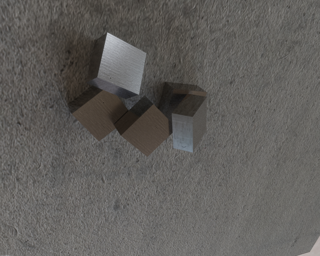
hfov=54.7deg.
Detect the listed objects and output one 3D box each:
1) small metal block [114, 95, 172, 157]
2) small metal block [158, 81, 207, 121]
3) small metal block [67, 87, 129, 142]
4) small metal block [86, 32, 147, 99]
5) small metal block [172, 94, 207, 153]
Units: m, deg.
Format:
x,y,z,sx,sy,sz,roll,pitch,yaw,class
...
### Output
x,y,z,sx,sy,sz,roll,pitch,yaw,class
-0.016,-0.002,0.366,0.050,0.025,0.050,-44,130,2,small metal block
0.027,-0.031,0.406,0.050,0.025,0.050,2,118,-30,small metal block
-0.069,-0.021,0.358,0.050,0.025,0.050,-38,130,-3,small metal block
-0.046,-0.064,0.330,0.050,0.025,0.050,20,71,-36,small metal block
0.037,-0.007,0.377,0.050,0.025,0.050,-51,145,-48,small metal block
